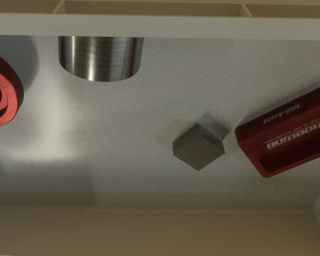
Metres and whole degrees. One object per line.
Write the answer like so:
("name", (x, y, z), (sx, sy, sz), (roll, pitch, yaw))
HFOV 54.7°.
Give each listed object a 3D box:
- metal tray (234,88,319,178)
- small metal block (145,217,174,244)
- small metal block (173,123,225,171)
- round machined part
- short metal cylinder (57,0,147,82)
("metal tray", (0.180, 0.010, 0.417), (0.130, 0.030, 0.090), (-28, 125, 21))
("small metal block", (0.000, 0.190, 0.574), (0.050, 0.025, 0.050), (-1, 130, 0))
("small metal block", (0.054, 0.028, 0.434), (0.050, 0.025, 0.050), (35, 122, -26))
("round machined part", (-0.206, -0.050, 0.352), (0.099, 0.042, 0.097), (-1, 130, 0))
("short metal cylinder", (-0.056, -0.087, 0.298), (0.081, 0.080, 0.050), (8, 130, -7))
